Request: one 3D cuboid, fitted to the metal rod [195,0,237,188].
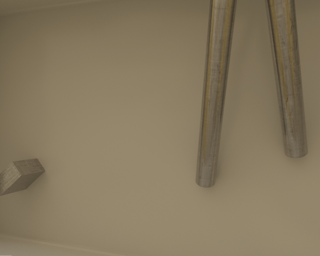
[{"bbox_3d":[0.059,-0.064,0.323,0.025,0.025,0.298,11,120,19],"label":"metal rod"}]

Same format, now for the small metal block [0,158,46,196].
[{"bbox_3d":[-0.214,0.073,0.471,0.050,0.050,0.025,-41,77,15],"label":"small metal block"}]

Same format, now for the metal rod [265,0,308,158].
[{"bbox_3d":[0.115,-0.100,0.292,0.025,0.025,0.298,-8,118,19],"label":"metal rod"}]
